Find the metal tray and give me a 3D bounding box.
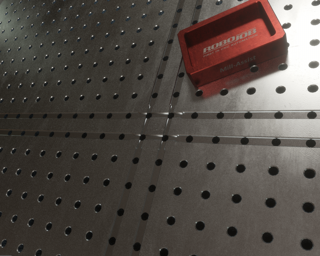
[{"bbox_3d":[0.095,-0.120,0.427,0.130,0.030,0.090,-20,54,16],"label":"metal tray"}]
